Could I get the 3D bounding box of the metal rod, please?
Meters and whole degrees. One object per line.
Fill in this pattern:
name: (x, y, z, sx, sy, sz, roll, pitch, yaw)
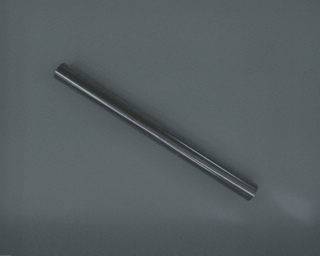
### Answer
metal rod: (-0.005, 0.005, 0.409, 0.301, 0.025, 0.025, 32, 90, -1)
